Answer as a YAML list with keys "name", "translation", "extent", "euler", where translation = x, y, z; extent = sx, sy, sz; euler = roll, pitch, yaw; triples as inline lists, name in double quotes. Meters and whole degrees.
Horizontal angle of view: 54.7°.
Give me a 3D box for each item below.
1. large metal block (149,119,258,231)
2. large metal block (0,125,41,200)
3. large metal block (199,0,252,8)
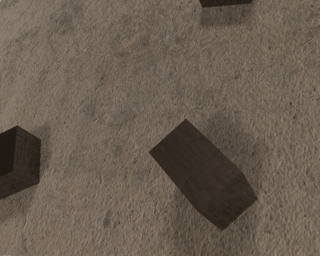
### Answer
- name: "large metal block"
  translation: [0.045, 0.049, 0.314]
  extent: [0.050, 0.080, 0.080]
  euler: [-42, 51, -1]
- name: "large metal block"
  translation: [-0.234, 0.055, 0.474]
  extent: [0.080, 0.050, 0.080]
  euler: [-23, 53, 13]
- name: "large metal block"
  translation: [0.106, -0.237, 0.477]
  extent: [0.080, 0.050, 0.080]
  euler: [8, 66, 31]
